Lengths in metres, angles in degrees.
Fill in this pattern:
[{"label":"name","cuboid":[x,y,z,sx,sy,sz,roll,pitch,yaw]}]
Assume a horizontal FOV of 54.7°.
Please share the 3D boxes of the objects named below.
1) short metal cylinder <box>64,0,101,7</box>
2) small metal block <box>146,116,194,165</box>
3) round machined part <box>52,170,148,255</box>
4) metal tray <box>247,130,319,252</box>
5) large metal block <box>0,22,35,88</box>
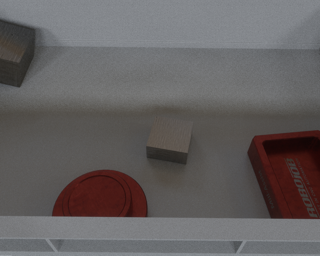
[{"label":"short metal cylinder","cuboid":[-0.162,-0.291,0.634,0.081,0.050,0.080,0,50,0]},{"label":"small metal block","cuboid":[0.013,0.015,0.393,0.050,0.025,0.050,9,51,7]},{"label":"round machined part","cuboid":[-0.062,0.084,0.322,0.099,0.042,0.098,0,50,0]},{"label":"metal tray","cuboid":[0.163,0.064,0.349,0.091,0.030,0.130,-5,50,-5]},{"label":"large metal block","cuboid":[-0.243,-0.115,0.468,0.081,0.050,0.080,12,49,-14]}]
